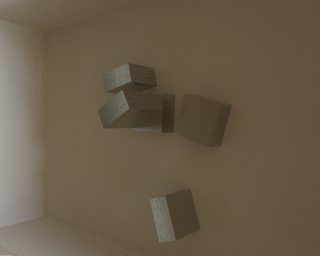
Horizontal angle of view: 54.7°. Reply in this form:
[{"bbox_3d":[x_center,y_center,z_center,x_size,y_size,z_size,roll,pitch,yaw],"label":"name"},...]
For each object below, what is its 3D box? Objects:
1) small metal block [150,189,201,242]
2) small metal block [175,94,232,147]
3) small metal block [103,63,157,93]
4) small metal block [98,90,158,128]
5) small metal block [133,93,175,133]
[{"bbox_3d":[0.019,0.104,0.373,0.025,0.050,0.050,-22,76,38],"label":"small metal block"},{"bbox_3d":[0.050,-0.010,0.364,0.050,0.025,0.050,21,103,37],"label":"small metal block"},{"bbox_3d":[-0.041,-0.065,0.422,0.050,0.050,0.025,-14,81,39],"label":"small metal block"},{"bbox_3d":[-0.040,-0.022,0.389,0.050,0.050,0.025,-34,70,34],"label":"small metal block"},{"bbox_3d":[-0.008,-0.020,0.412,0.050,0.025,0.050,4,92,39],"label":"small metal block"}]
